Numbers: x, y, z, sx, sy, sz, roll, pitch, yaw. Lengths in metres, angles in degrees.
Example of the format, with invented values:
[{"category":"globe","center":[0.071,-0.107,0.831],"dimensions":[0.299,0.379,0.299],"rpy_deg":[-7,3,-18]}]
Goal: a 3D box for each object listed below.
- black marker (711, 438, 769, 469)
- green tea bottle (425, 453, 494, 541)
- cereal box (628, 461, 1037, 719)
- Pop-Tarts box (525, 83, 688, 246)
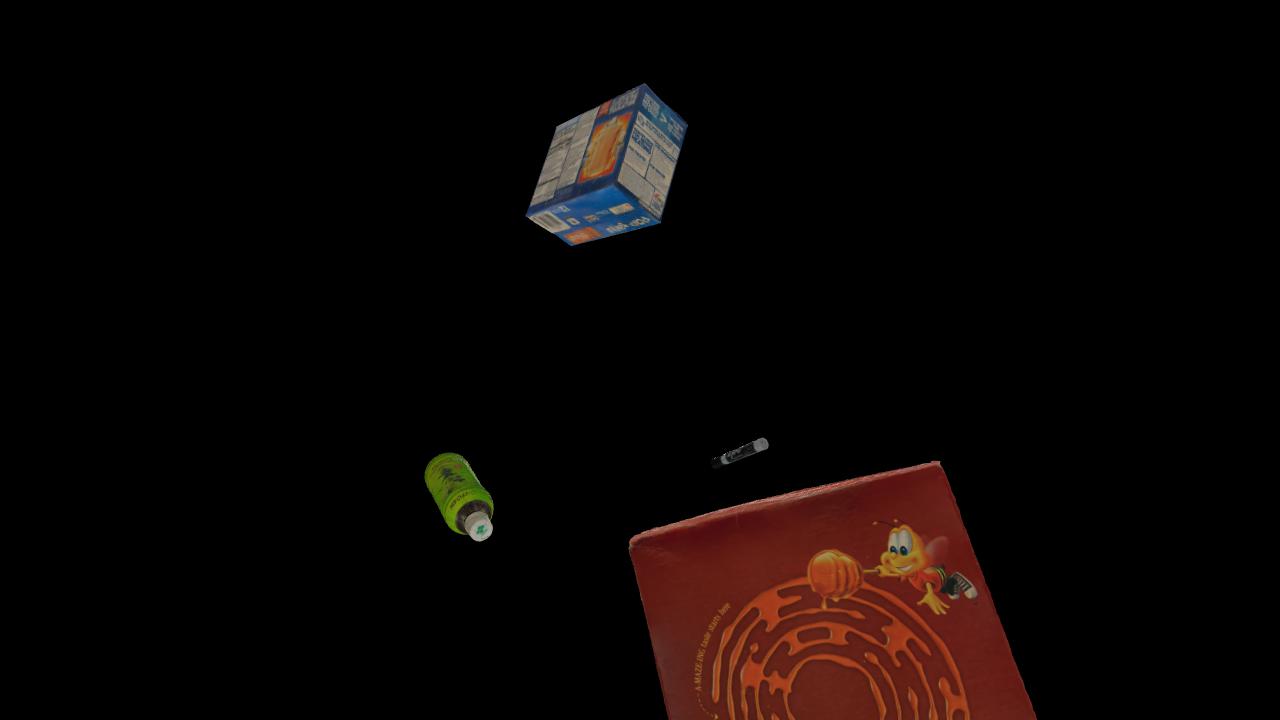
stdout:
[{"category":"black marker","center":[0.155,0.150,0.978],"dimensions":[0.020,0.020,0.121],"rpy_deg":[0,-23,-38]},{"category":"green tea bottle","center":[-0.255,0.199,0.883],"dimensions":[0.073,0.073,0.212],"rpy_deg":[0,14,-30]},{"category":"cereal box","center":[0.128,0.232,0.370],"dimensions":[0.203,0.306,0.081],"rpy_deg":[-19,-18,14]},{"category":"Pop-Tarts box","center":[-0.042,-0.231,0.754],"dimensions":[0.167,0.141,0.083],"rpy_deg":[-3,-24,45]}]
